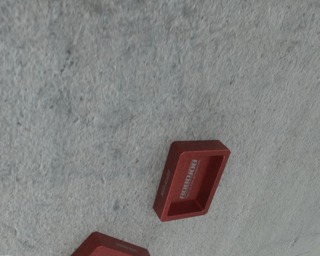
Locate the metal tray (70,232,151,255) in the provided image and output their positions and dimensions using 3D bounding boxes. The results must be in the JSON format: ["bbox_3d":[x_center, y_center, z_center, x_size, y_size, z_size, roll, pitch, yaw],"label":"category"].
[{"bbox_3d":[-0.083,0.225,0.499,0.090,0.030,0.130,-48,129,5],"label":"metal tray"}]

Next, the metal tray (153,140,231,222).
[{"bbox_3d":[0.048,0.082,0.482,0.091,0.030,0.129,0,119,-29],"label":"metal tray"}]
